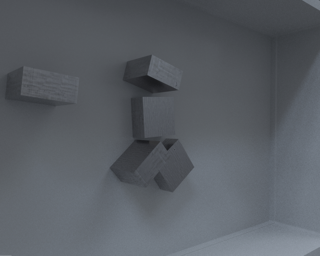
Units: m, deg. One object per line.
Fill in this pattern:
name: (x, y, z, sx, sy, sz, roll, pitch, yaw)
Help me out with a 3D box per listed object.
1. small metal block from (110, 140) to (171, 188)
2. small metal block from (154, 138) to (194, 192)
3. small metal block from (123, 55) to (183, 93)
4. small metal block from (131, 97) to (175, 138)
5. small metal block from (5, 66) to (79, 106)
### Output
small metal block: (-0.024, 0.041, 0.370, 0.050, 0.050, 0.025, -49, 119, -29)
small metal block: (0.013, 0.049, 0.417, 0.050, 0.025, 0.050, -44, 117, -31)
small metal block: (-0.009, -0.065, 0.382, 0.050, 0.050, 0.025, 20, 78, -38)
small metal block: (-0.008, -0.014, 0.399, 0.050, 0.025, 0.050, -5, 93, -40)
small metal block: (-0.113, -0.038, 0.295, 0.050, 0.050, 0.025, 7, 86, -40)
